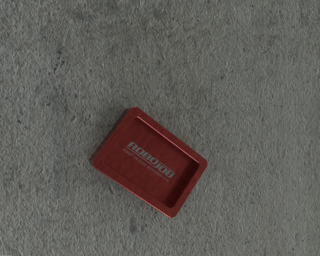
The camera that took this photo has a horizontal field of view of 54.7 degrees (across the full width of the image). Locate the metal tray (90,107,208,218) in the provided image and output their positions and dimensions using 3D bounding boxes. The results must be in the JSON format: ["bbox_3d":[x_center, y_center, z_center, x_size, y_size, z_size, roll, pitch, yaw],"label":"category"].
[{"bbox_3d":[-0.012,0.045,0.404,0.130,0.030,0.090,38,78,-17],"label":"metal tray"}]
